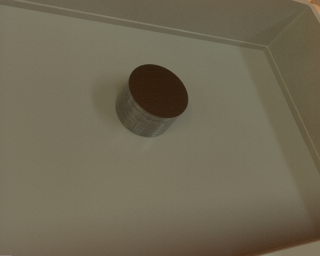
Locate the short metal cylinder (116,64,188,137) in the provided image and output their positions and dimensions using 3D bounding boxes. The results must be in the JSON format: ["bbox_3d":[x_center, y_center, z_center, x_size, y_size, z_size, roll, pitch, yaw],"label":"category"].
[{"bbox_3d":[-0.011,-0.035,0.402,0.081,0.050,0.080,13,56,-21],"label":"short metal cylinder"}]
